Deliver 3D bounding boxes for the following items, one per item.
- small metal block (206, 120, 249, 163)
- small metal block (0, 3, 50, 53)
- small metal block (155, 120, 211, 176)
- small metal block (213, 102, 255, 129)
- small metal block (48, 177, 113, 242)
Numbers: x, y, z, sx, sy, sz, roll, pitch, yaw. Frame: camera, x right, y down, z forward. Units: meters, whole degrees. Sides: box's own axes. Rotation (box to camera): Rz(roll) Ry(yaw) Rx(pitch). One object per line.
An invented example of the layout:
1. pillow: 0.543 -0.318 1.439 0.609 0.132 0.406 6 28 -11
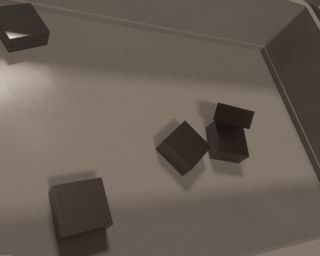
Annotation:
1. small metal block: 0.097 0.020 0.448 0.050 0.025 0.050 11 57 -23
2. small metal block: -0.176 -0.127 0.389 0.050 0.025 0.050 -27 77 -37
3. small metal block: 0.031 0.026 0.408 0.050 0.025 0.050 46 51 3
4. small metal block: 0.108 -0.018 0.448 0.050 0.025 0.050 16 7 16
5. small metal block: -0.081 0.082 0.313 0.050 0.025 0.050 -5 64 -31
